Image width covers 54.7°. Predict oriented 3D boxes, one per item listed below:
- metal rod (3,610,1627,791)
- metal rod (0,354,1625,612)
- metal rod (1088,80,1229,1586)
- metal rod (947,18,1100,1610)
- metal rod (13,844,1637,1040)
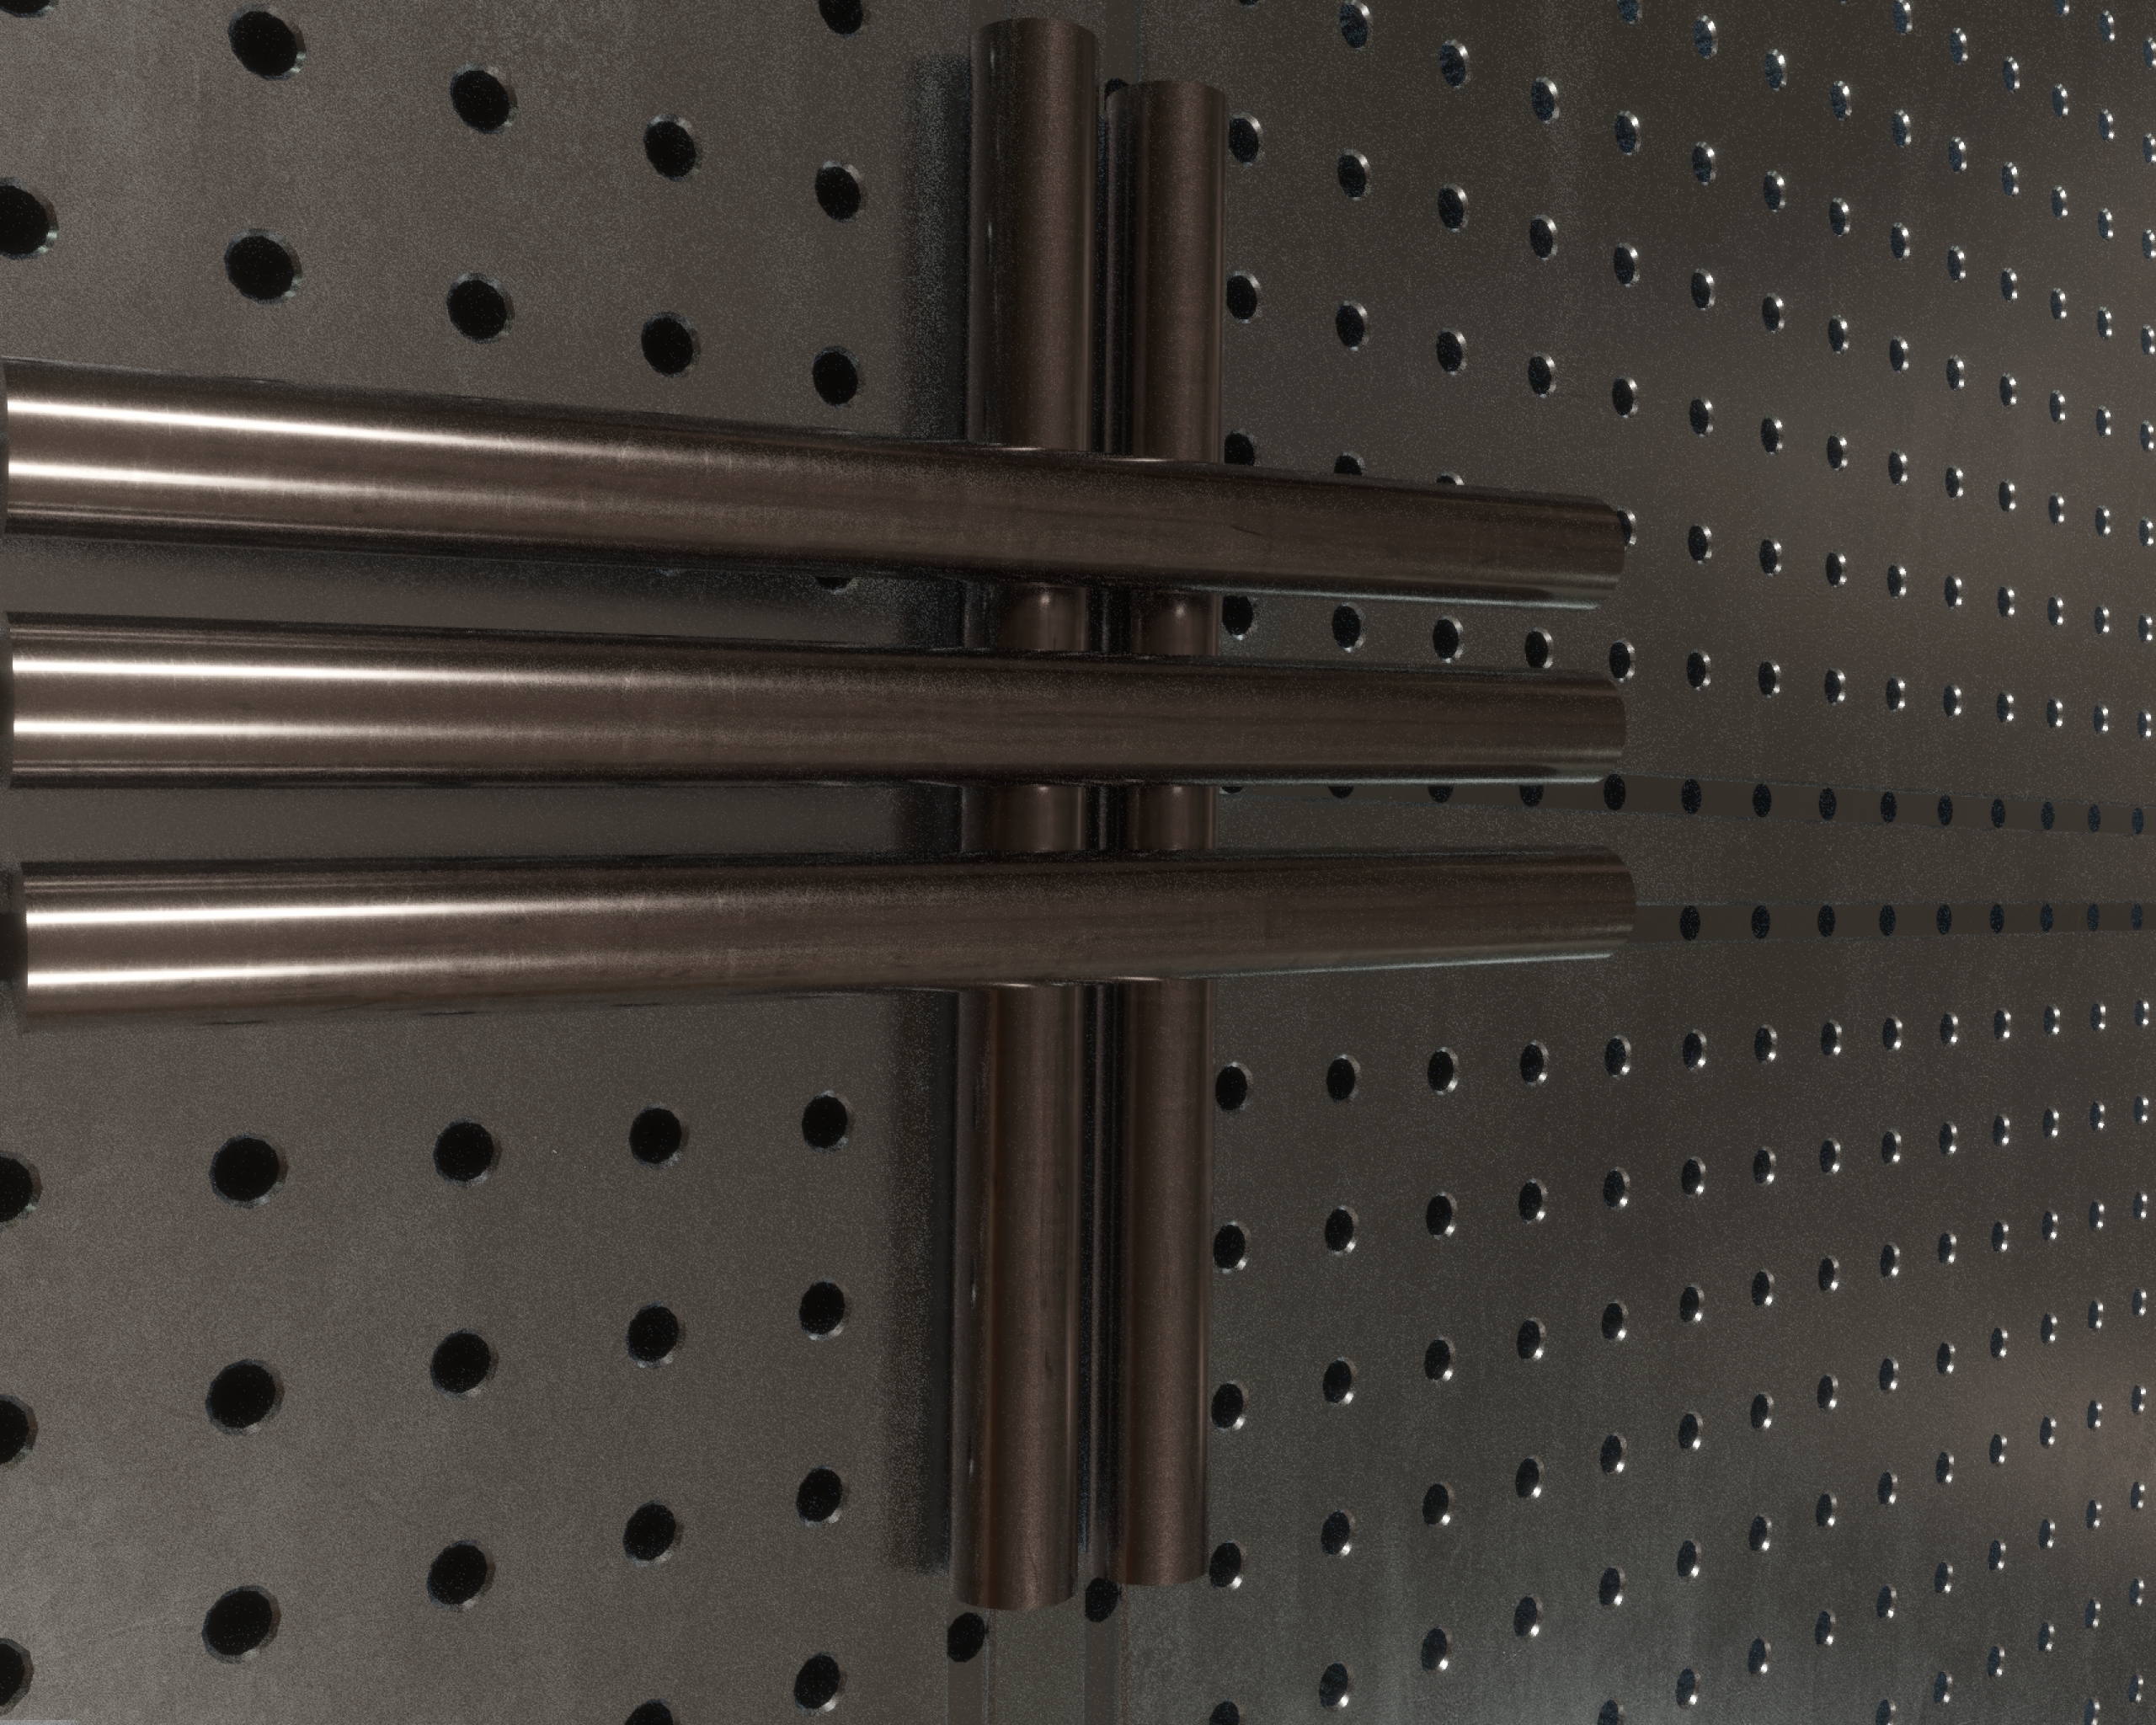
[{"bbox_3d":[-0.020,-0.026,0.368,0.303,0.025,0.025,-2,91,-32],"label":"metal rod"},{"bbox_3d":[-0.020,-0.062,0.367,0.303,0.025,0.025,-2,92,-32],"label":"metal rod"},{"bbox_3d":[0.016,-0.006,0.425,0.025,0.025,0.298,1,89,-40],"label":"metal rod"},{"bbox_3d":[-0.010,-0.010,0.403,0.025,0.025,0.298,1,89,-40],"label":"metal rod"},{"bbox_3d":[-0.018,0.010,0.368,0.303,0.025,0.025,-1,91,-32],"label":"metal rod"}]
